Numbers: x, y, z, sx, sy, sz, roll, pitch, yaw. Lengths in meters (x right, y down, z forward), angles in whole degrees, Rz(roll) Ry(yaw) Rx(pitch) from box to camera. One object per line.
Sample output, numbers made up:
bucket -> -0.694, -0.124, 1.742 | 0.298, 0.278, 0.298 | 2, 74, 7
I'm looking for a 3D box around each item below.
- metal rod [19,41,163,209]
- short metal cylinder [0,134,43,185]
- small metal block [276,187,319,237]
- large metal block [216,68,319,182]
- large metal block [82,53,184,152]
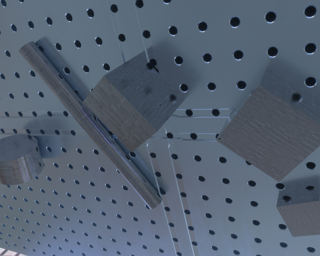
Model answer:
metal rod -> -0.097, 0.002, 0.461 | 0.025, 0.025, 0.300 | -31, 102, 37
short metal cylinder -> -0.249, 0.053, 0.537 | 0.080, 0.080, 0.050 | 12, 124, 21
small metal block -> 0.180, 0.104, 0.381 | 0.050, 0.025, 0.050 | -21, 107, 35
large metal block -> 0.120, -0.003, 0.330 | 0.080, 0.050, 0.079 | 34, 129, 5
large metal block -> -0.029, -0.032, 0.370 | 0.080, 0.080, 0.050 | 46, 129, -5
